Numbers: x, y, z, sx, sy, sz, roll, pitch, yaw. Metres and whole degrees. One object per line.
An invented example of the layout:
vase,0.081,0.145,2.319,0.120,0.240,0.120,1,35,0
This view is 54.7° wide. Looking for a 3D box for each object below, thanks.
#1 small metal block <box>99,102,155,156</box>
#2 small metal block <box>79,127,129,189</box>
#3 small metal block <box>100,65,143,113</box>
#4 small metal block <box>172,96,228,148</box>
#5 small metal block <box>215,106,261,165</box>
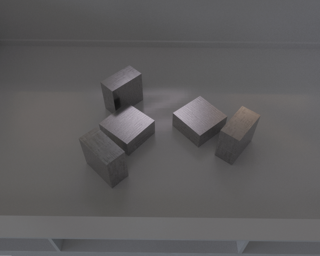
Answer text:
small metal block,-0.042,0.000,0.404,0.050,0.025,0.050,33,57,25
small metal block,-0.064,0.035,0.359,0.025,0.050,0.050,-37,59,-27
small metal block,-0.051,-0.051,0.431,0.050,0.050,0.025,-37,59,-27
small metal block,0.052,-0.009,0.413,0.050,0.025,0.050,-33,57,-25
small metal block,0.095,0.010,0.381,0.025,0.050,0.050,32,57,24
